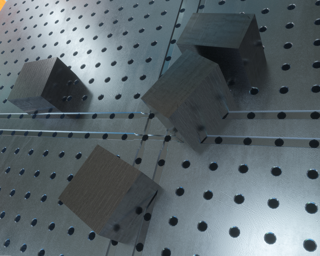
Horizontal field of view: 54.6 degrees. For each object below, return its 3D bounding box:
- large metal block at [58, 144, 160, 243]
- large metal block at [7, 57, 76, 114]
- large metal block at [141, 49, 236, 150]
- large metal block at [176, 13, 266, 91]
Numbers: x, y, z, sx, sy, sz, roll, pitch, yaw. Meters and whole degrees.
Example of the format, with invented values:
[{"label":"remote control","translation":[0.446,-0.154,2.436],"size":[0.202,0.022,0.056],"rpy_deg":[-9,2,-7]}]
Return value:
[{"label":"large metal block","translation":[-0.061,0.078,0.378],"size":[0.080,0.050,0.080],"rpy_deg":[26,76,37]},{"label":"large metal block","translation":[-0.208,-0.073,0.548],"size":[0.080,0.050,0.080],"rpy_deg":[-2,61,27]},{"label":"large metal block","translation":[0.037,-0.032,0.374],"size":[0.080,0.080,0.050],"rpy_deg":[-48,51,-5]},{"label":"large metal block","translation":[0.079,-0.096,0.391],"size":[0.080,0.080,0.050],"rpy_deg":[15,70,34]}]
